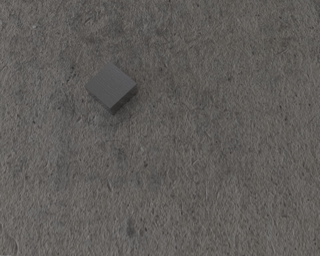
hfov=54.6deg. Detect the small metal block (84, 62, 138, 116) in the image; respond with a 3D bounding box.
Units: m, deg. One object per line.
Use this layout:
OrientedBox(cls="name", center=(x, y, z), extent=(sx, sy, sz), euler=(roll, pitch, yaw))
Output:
OrientedBox(cls="small metal block", center=(-0.066, -0.054, 0.428), extent=(0.050, 0.025, 0.050), euler=(41, 75, 13))
